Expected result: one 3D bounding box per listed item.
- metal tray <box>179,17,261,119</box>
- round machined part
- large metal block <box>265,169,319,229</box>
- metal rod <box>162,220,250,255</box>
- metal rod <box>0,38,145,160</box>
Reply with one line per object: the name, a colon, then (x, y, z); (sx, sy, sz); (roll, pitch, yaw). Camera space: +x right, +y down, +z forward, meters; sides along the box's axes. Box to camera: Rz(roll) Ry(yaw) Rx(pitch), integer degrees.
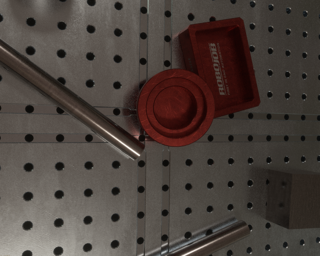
metal tray: (0.087, -0.084, 0.443); (0.091, 0.030, 0.129); (-15, 95, -20)
round machined part: (0.018, -0.027, 0.404); (0.099, 0.042, 0.097); (-1, 96, -8)
large metal block: (0.216, 0.109, 0.482); (0.081, 0.050, 0.080); (5, 89, -20)
metal rod: (-0.010, 0.190, 0.410); (0.302, 0.025, 0.025); (-17, 96, -20)
metal rod: (-0.141, -0.056, 0.360); (0.301, 0.025, 0.025); (38, 78, -17)
